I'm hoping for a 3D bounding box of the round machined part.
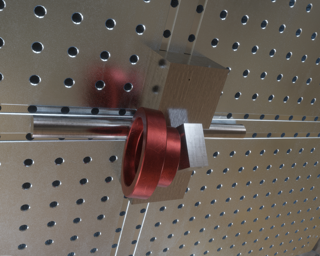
[{"bbox_3d":[-0.009,0.029,0.339,0.042,0.098,0.097,11,114,-17],"label":"round machined part"}]

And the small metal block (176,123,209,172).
[{"bbox_3d":[0.029,0.025,0.370,0.025,0.050,0.050,1,74,-29],"label":"small metal block"}]

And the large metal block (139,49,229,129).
[{"bbox_3d":[0.027,-0.046,0.381,0.081,0.050,0.079,0,118,-29],"label":"large metal block"}]

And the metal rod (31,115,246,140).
[{"bbox_3d":[-0.007,0.002,0.409,0.303,0.025,0.025,2,118,-29],"label":"metal rod"}]

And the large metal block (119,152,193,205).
[{"bbox_3d":[-0.003,0.054,0.427,0.081,0.050,0.079,1,118,-29],"label":"large metal block"}]
